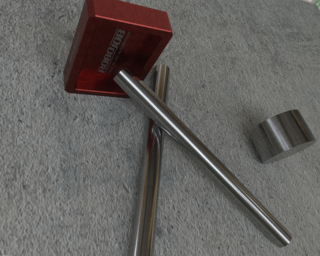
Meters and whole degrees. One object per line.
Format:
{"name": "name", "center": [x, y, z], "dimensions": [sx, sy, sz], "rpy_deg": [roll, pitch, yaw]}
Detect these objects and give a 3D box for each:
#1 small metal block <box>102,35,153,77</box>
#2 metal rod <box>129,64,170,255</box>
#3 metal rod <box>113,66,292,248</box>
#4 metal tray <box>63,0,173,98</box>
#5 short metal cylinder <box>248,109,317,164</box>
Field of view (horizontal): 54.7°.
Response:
{"name": "small metal block", "center": [-0.047, -0.104, 0.443], "dimensions": [0.050, 0.025, 0.050], "rpy_deg": [-16, 71, -35]}
{"name": "metal rod", "center": [-0.010, 0.039, 0.376], "dimensions": [0.025, 0.025, 0.300], "rpy_deg": [18, 54, -18]}
{"name": "metal rod", "center": [0.057, 0.040, 0.389], "dimensions": [0.300, 0.025, 0.025], "rpy_deg": [45, 51, -6]}
{"name": "metal tray", "center": [-0.054, -0.085, 0.360], "dimensions": [0.091, 0.129, 0.030], "rpy_deg": [3, 61, -27]}
{"name": "short metal cylinder", "center": [0.180, 0.015, 0.459], "dimensions": [0.081, 0.080, 0.050], "rpy_deg": [-8, 66, -32]}
